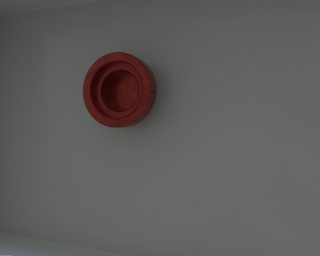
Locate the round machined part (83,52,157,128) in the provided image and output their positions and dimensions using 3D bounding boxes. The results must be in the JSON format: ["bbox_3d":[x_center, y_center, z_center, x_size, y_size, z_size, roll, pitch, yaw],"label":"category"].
[{"bbox_3d":[-0.050,-0.049,0.418,0.098,0.042,0.097,0,90,19],"label":"round machined part"}]
